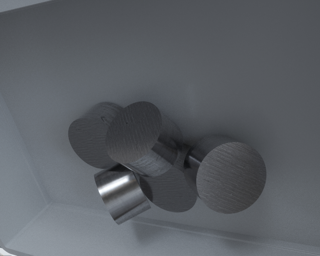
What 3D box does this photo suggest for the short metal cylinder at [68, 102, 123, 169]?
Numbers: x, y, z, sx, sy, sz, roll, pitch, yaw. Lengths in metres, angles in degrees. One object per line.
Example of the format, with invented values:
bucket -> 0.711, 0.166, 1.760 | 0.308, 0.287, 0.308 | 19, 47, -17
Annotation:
short metal cylinder -> -0.080, 0.010, 0.436 | 0.080, 0.050, 0.079 | 13, 124, 20

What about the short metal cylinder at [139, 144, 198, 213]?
short metal cylinder -> 0.020, 0.067, 0.420 | 0.080, 0.050, 0.079 | 13, 124, 20

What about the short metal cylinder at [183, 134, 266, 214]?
short metal cylinder -> 0.073, 0.051, 0.356 | 0.081, 0.050, 0.079 | -2, 98, -11

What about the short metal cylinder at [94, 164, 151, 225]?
short metal cylinder -> -0.053, 0.090, 0.445 | 0.050, 0.080, 0.080 | -27, 109, -7

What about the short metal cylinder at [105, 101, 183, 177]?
short metal cylinder -> -0.019, 0.014, 0.379 | 0.080, 0.080, 0.050 | -8, 150, 31
